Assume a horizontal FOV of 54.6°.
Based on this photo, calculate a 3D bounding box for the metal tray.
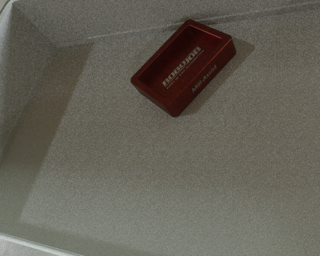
[{"bbox_3d":[0.032,-0.088,0.440,0.130,0.030,0.090,-47,51,-5],"label":"metal tray"}]
